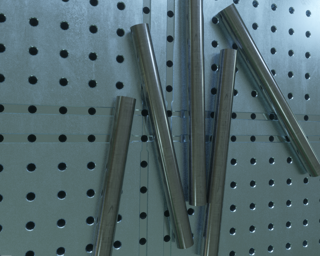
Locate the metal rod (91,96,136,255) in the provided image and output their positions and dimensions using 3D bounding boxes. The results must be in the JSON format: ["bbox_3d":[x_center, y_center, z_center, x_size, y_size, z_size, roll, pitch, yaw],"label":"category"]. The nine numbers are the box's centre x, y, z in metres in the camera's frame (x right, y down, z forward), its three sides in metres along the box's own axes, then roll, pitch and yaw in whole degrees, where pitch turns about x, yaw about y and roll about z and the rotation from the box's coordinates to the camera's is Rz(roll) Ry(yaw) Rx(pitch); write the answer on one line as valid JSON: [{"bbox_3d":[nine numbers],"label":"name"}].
[{"bbox_3d":[-0.065,0.109,0.388,0.025,0.025,0.299,10,87,-20],"label":"metal rod"}]

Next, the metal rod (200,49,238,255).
[{"bbox_3d":[0.084,0.037,0.443,0.025,0.025,0.299,7,88,-20],"label":"metal rod"}]

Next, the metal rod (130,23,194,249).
[{"bbox_3d":[0.004,0.014,0.413,0.025,0.025,0.298,-13,95,-20],"label":"metal rod"}]

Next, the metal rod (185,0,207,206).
[{"bbox_3d":[0.050,-0.044,0.430,0.025,0.025,0.298,-1,90,-20],"label":"metal rod"}]

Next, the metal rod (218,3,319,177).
[{"bbox_3d":[0.175,-0.050,0.476,0.025,0.025,0.299,-37,102,-16],"label":"metal rod"}]
